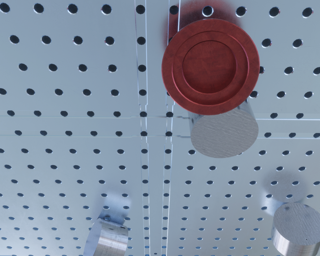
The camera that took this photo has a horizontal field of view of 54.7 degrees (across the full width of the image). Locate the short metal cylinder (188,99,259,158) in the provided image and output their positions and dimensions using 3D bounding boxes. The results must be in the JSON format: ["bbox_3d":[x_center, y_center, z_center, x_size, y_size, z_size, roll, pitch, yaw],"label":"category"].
[{"bbox_3d":[0.077,-0.008,0.389,0.081,0.050,0.079,0,131,0],"label":"short metal cylinder"}]

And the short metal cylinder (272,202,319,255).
[{"bbox_3d":[0.233,0.175,0.527,0.080,0.080,0.050,-6,130,5],"label":"short metal cylinder"}]

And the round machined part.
[{"bbox_3d":[0.052,-0.066,0.332,0.099,0.042,0.097,2,112,4],"label":"round machined part"}]

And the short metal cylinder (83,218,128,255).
[{"bbox_3d":[-0.097,0.207,0.551,0.050,0.080,0.080,24,126,-19],"label":"short metal cylinder"}]
